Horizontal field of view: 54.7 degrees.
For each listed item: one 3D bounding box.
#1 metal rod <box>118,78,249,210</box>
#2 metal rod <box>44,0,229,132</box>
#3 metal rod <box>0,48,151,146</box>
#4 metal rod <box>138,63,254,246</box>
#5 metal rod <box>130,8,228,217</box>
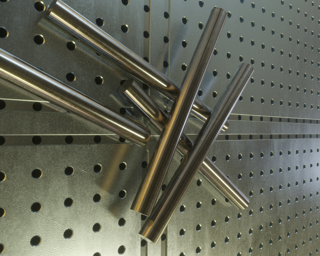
[{"bbox_3d":[0.050,0.039,0.453,0.300,0.025,0.025,44,63,-31],"label":"metal rod"},{"bbox_3d":[-0.006,-0.063,0.405,0.301,0.025,0.025,29,72,-37],"label":"metal rod"},{"bbox_3d":[-0.126,-0.048,0.304,0.301,0.025,0.025,29,72,-36],"label":"metal rod"},{"bbox_3d":[0.061,0.019,0.428,0.025,0.025,0.301,49,61,-29],"label":"metal rod"},{"bbox_3d":[0.031,-0.034,0.403,0.025,0.025,0.300,35,68,-35],"label":"metal rod"}]
